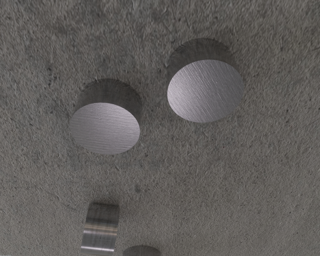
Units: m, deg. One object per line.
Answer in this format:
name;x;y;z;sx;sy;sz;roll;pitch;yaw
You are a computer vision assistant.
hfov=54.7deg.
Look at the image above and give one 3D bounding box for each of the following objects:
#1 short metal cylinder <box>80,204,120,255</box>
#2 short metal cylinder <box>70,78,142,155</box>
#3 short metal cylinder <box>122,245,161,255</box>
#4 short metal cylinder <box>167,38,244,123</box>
short metal cylinder;-0.099;0.169;0.514;0.050;0.080;0.079;10;130;-8
short metal cylinder;-0.064;-0.013;0.379;0.081;0.050;0.079;0;130;0
short metal cylinder;-0.038;0.283;0.631;0.081;0.050;0.079;0;130;0
short metal cylinder;0.048;-0.053;0.346;0.081;0.050;0.079;0;130;0
